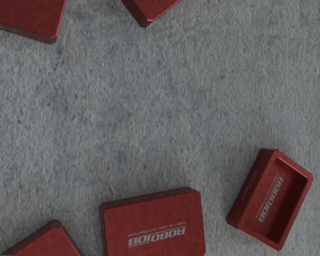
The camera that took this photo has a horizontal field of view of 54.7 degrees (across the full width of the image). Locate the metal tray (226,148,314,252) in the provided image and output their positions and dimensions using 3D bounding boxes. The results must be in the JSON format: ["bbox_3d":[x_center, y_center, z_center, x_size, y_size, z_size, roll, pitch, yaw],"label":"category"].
[{"bbox_3d":[0.169,0.107,0.470,0.090,0.030,0.130,33,79,-17],"label":"metal tray"}]

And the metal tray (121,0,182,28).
[{"bbox_3d":[0.001,-0.207,0.408,0.130,0.030,0.090,-42,104,-15],"label":"metal tray"}]

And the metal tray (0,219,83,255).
[{"bbox_3d":[-0.125,0.186,0.361,0.090,0.030,0.130,-33,101,-17],"label":"metal tray"}]

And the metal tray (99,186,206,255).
[{"bbox_3d":[-0.008,0.134,0.405,0.131,0.030,0.089,-7,92,-20],"label":"metal tray"}]

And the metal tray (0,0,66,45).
[{"bbox_3d":[-0.172,-0.157,0.342,0.131,0.030,0.090,14,85,-20],"label":"metal tray"}]
